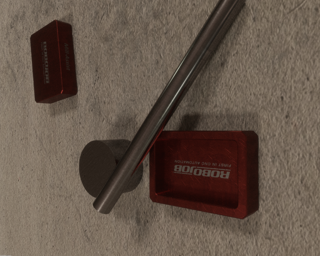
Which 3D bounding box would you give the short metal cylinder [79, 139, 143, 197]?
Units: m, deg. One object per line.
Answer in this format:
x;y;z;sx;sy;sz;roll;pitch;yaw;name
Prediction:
-0.071;0.057;0.445;0.080;0.050;0.079;0;90;39;short metal cylinder

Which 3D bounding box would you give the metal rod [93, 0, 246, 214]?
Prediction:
0.004;-0.022;0.366;0.025;0.025;0.299;40;104;32;metal rod

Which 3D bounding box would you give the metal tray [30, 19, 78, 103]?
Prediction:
-0.193;-0.116;0.557;0.090;0.030;0.129;-11;83;39;metal tray

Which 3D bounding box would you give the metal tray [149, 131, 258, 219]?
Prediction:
0.046;0.048;0.362;0.130;0.030;0.089;0;90;39;metal tray
